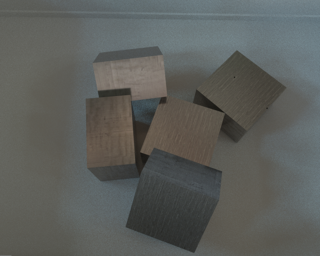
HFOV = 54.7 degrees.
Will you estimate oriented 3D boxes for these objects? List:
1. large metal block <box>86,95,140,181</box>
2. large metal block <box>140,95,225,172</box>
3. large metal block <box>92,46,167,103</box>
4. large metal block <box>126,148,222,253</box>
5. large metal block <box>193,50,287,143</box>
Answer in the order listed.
[{"bbox_3d":[-0.055,0.015,0.373,0.050,0.080,0.080,-5,70,-2],"label":"large metal block"},{"bbox_3d":[0.028,0.013,0.391,0.080,0.050,0.080,18,71,6],"label":"large metal block"},{"bbox_3d":[-0.037,-0.070,0.398,0.081,0.080,0.050,-7,112,-2],"label":"large metal block"},{"bbox_3d":[0.015,0.079,0.343,0.080,0.079,0.050,19,29,5],"label":"large metal block"},{"bbox_3d":[0.102,-0.041,0.411,0.080,0.050,0.080,42,75,13],"label":"large metal block"}]
